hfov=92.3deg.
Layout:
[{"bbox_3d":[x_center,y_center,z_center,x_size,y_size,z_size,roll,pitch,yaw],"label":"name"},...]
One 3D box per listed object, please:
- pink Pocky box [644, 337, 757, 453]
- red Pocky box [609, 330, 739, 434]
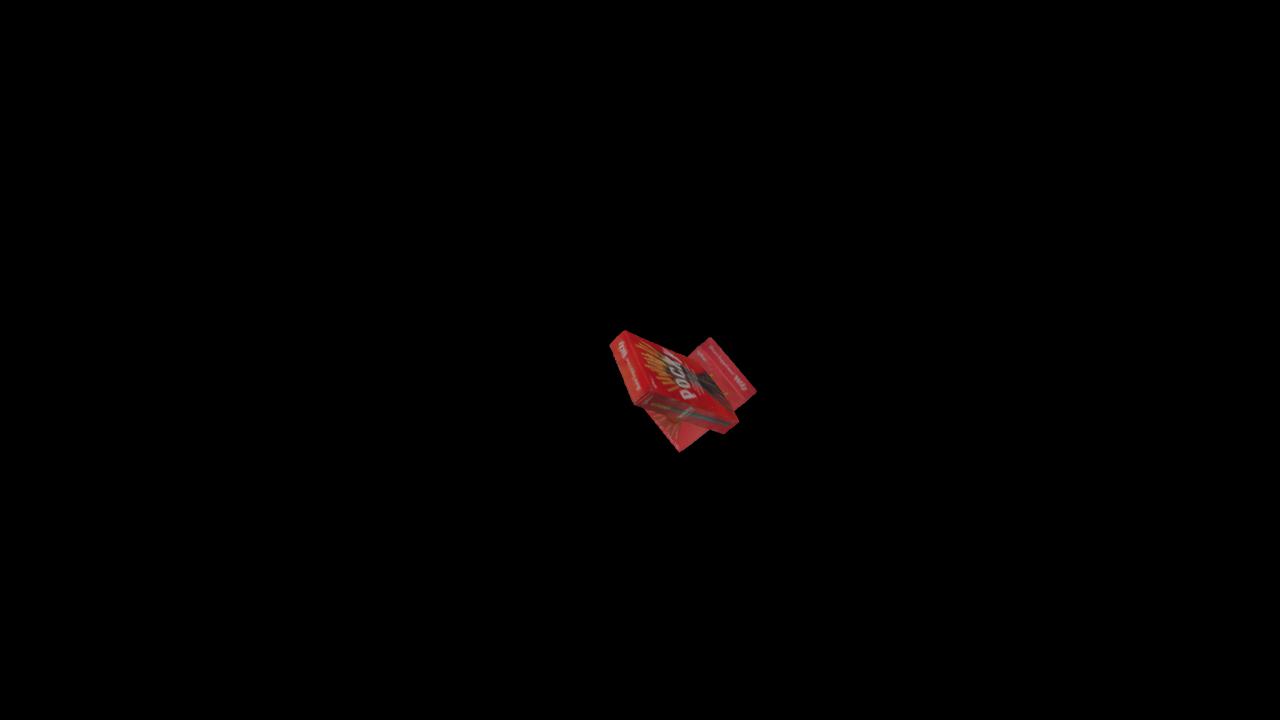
[{"bbox_3d":[0.066,0.046,0.749,0.029,0.084,0.155,-33,-9,-41],"label":"pink Pocky box"},{"bbox_3d":[0.040,0.026,0.652,0.028,0.083,0.155,-42,-40,25],"label":"red Pocky box"}]
